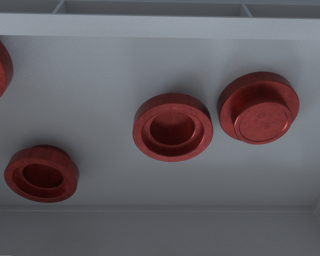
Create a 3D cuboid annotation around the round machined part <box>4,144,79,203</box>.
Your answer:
[{"bbox_3d":[-0.167,0.062,0.448,0.099,0.042,0.097,-1,130,0],"label":"round machined part"}]

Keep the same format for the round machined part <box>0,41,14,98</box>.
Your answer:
[{"bbox_3d":[-0.208,-0.074,0.332,0.099,0.042,0.097,-1,130,0],"label":"round machined part"}]

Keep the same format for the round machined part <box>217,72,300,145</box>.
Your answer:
[{"bbox_3d":[0.123,-0.017,0.385,0.099,0.042,0.097,-1,130,0],"label":"round machined part"}]

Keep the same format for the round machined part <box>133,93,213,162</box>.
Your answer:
[{"bbox_3d":[0.016,-0.005,0.394,0.099,0.042,0.097,-1,130,0],"label":"round machined part"}]
